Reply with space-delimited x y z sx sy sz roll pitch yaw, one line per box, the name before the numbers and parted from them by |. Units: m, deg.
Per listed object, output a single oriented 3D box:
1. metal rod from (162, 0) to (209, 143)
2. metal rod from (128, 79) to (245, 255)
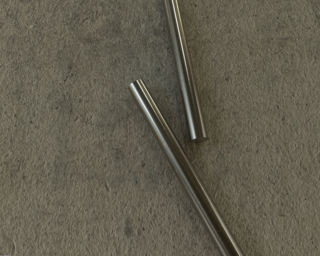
metal rod | 0.028 -0.123 0.453 0.025 0.025 0.299 -8 70 -3
metal rod | 0.037 0.065 0.384 0.025 0.025 0.299 -27 72 -10
